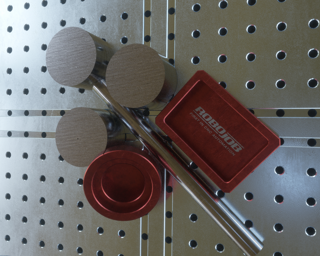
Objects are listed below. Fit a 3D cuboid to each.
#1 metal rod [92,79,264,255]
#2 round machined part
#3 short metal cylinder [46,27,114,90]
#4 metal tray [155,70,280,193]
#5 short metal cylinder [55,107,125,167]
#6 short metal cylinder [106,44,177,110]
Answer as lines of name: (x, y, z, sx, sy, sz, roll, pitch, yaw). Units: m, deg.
metal rod: (0.014, 0.043, 0.408, 0.300, 0.025, 0.025, 46, 104, 14)
round machined part: (-0.047, 0.068, 0.409, 0.099, 0.042, 0.097, 0, 105, 1)
short metal cylinder: (-0.112, -0.096, 0.439, 0.080, 0.050, 0.080, 0, 90, 20)
metal tray: (0.069, 0.003, 0.384, 0.130, 0.030, 0.090, 45, 104, 14)
short metal cylinder: (-0.097, 0.012, 0.433, 0.080, 0.050, 0.080, 0, 90, 20)
short metal cylinder: (-0.023, -0.065, 0.407, 0.080, 0.050, 0.080, 0, 90, 20)
